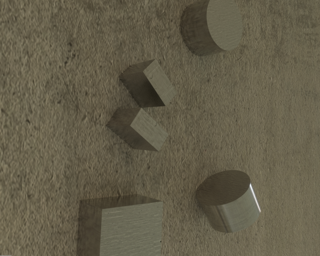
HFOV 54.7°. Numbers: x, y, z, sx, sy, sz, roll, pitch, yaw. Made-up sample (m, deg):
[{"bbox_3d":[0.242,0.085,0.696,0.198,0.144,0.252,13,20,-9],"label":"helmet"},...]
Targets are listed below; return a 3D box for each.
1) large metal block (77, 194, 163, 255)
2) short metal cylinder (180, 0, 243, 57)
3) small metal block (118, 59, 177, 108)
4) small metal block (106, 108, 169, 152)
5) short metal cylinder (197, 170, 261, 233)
[{"bbox_3d":[-0.045,0.123,0.353,0.081,0.050,0.080,4,87,-40],"label":"large metal block"},{"bbox_3d":[0.076,-0.149,0.455,0.081,0.050,0.079,0,90,-40],"label":"short metal cylinder"},{"bbox_3d":[-0.015,-0.053,0.377,0.025,0.050,0.050,-50,120,-28],"label":"small metal block"},{"bbox_3d":[-0.027,0.002,0.368,0.050,0.050,0.025,44,63,-31],"label":"small metal block"},{"bbox_3d":[0.101,0.106,0.457,0.080,0.080,0.050,-38,114,-34],"label":"short metal cylinder"}]
